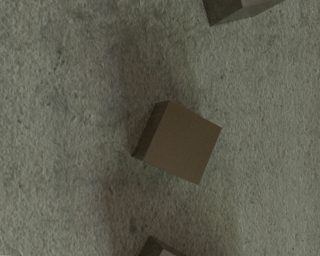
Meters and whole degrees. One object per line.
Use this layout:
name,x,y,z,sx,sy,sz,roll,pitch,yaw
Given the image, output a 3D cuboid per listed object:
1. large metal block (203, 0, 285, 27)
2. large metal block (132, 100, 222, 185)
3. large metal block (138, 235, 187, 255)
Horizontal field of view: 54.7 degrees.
large metal block,0.115,-0.183,0.424,0.081,0.080,0.050,-19,97,-19
large metal block,0.021,0.019,0.405,0.080,0.050,0.080,26,81,-19
large metal block,0.006,0.200,0.399,0.080,0.050,0.080,35,78,-17
